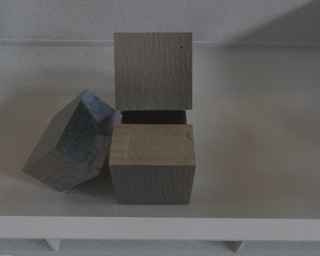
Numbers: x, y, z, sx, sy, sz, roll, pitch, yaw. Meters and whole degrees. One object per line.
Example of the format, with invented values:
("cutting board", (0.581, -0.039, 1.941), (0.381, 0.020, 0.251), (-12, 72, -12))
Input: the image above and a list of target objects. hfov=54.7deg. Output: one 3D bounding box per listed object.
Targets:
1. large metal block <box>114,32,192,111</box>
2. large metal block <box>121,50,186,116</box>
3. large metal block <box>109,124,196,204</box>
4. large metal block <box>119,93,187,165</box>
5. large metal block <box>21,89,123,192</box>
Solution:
("large metal block", (-0.007, -0.061, 0.345), (0.081, 0.079, 0.050), (-1, 5, -1))
("large metal block", (-0.009, -0.060, 0.417), (0.081, 0.080, 0.050), (-1, 50, -1))
("large metal block", (-0.007, 0.041, 0.332), (0.081, 0.080, 0.050), (0, 50, 0))
("large metal block", (-0.009, 0.001, 0.388), (0.081, 0.050, 0.080), (0, 50, -1))
("large metal block", (-0.096, 0.016, 0.342), (0.050, 0.080, 0.080), (38, 46, -25))
